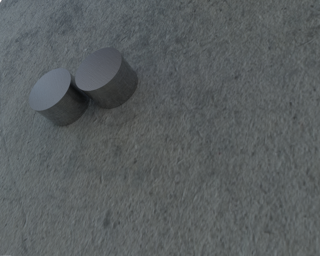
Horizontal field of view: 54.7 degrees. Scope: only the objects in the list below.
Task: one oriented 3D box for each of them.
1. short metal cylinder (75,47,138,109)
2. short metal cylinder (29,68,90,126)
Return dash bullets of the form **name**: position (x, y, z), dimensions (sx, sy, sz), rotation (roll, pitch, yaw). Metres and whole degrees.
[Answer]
- **short metal cylinder**: position (-0.081, -0.076, 0.475), dimensions (0.080, 0.050, 0.080), rotation (-13, 56, 20)
- **short metal cylinder**: position (-0.161, -0.049, 0.500), dimensions (0.080, 0.050, 0.080), rotation (-13, 56, 20)
